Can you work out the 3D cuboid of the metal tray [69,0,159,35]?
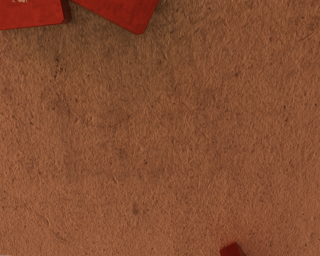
[{"bbox_3d":[-0.060,-0.168,0.325,0.131,0.030,0.090,23,101,-21],"label":"metal tray"}]

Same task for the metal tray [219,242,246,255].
[{"bbox_3d":[0.142,0.250,0.468,0.030,0.090,0.130,-32,107,11],"label":"metal tray"}]

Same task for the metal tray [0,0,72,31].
[{"bbox_3d":[-0.157,-0.178,0.340,0.091,0.030,0.129,-6,110,2],"label":"metal tray"}]
